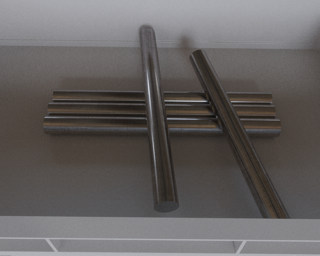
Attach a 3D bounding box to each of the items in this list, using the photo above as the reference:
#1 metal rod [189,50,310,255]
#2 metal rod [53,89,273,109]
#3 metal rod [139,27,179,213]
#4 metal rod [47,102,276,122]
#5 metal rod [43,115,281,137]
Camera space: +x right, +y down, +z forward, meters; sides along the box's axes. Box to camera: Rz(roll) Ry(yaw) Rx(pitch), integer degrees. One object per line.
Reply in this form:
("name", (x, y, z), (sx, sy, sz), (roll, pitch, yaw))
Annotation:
("metal rod", (0.094, 0.019, 0.363), (0.025, 0.025, 0.299), (-12, 58, -10))
("metal rod", (0.004, -0.040, 0.437), (0.302, 0.025, 0.025), (1, 50, 0))
("metal rod", (-0.007, -0.036, 0.401), (0.025, 0.025, 0.300), (-4, 50, -4))
("metal rod", (0.002, -0.021, 0.421), (0.302, 0.025, 0.025), (1, 50, 0))
("metal rod", (0.003, -0.002, 0.405), (0.302, 0.025, 0.025), (1, 50, 0))
